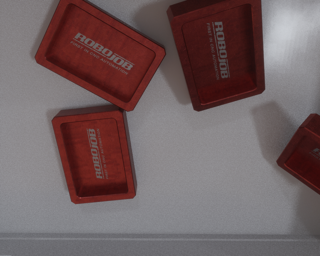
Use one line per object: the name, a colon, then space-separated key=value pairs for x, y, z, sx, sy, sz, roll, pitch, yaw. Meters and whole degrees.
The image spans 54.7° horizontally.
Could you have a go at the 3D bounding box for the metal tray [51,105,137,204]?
metal tray: x=-0.085 y=0.037 z=0.421 sx=0.091 sy=0.030 sz=0.129 roll=-6 pitch=110 yaw=1

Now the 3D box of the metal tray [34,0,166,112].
metal tray: x=-0.070 y=-0.089 z=0.374 sx=0.131 sy=0.030 sz=0.090 roll=28 pitch=107 yaw=-11

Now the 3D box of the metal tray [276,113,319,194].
metal tray: x=0.216 y=0.051 z=0.371 sx=0.130 sy=0.030 sz=0.090 roll=38 pitch=152 yaw=23

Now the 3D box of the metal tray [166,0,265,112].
metal tray: x=0.068 y=-0.085 z=0.351 sx=0.090 sy=0.030 sz=0.130 roll=-16 pitch=134 yaw=5
